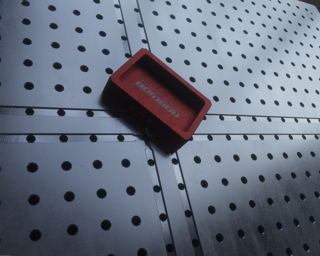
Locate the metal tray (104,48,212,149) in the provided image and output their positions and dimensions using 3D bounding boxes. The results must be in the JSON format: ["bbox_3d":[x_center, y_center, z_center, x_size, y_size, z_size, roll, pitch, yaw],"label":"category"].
[{"bbox_3d":[0.000,-0.043,0.432,0.130,0.030,0.090,39,51,-2],"label":"metal tray"}]
